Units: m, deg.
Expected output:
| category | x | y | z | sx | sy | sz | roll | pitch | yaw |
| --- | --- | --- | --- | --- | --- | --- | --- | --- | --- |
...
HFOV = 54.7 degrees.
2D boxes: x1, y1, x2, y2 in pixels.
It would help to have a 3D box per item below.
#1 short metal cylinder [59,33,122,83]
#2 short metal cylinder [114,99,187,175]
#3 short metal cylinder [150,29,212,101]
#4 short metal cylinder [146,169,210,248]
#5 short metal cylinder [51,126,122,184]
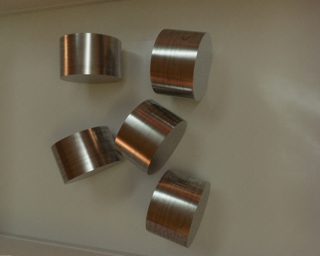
| category | x | y | z | sx | sy | sz | roll | pitch | yaw |
| --- | --- | --- | --- | --- | --- | --- | --- | --- | --- |
| short metal cylinder | -0.092 | -0.090 | 0.412 | 0.080 | 0.080 | 0.050 | -1 | 90 | 19 |
| short metal cylinder | -0.010 | 0.011 | 0.384 | 0.050 | 0.080 | 0.080 | 34 | 101 | 16 |
| short metal cylinder | 0.028 | -0.076 | 0.371 | 0.050 | 0.080 | 0.079 | 12 | 94 | 19 |
| short metal cylinder | 0.024 | 0.095 | 0.372 | 0.050 | 0.080 | 0.079 | 17 | 96 | 19 |
| short metal cylinder | -0.097 | 0.036 | 0.414 | 0.080 | 0.080 | 0.050 | -26 | 82 | 18 |
